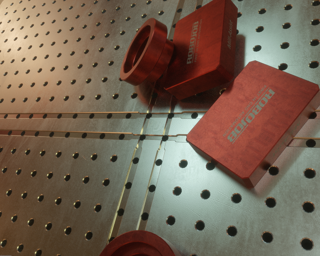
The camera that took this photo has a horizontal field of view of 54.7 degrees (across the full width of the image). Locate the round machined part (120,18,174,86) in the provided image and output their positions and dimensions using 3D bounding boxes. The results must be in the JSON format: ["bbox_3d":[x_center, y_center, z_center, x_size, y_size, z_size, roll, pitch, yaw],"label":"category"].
[{"bbox_3d":[-0.016,-0.105,0.450,0.098,0.042,0.098,-45,32,39],"label":"round machined part"}]

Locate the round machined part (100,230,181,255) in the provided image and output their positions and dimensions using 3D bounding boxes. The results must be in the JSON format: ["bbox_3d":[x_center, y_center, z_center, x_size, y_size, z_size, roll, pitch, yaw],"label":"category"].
[{"bbox_3d":[-0.018,0.157,0.309,0.098,0.042,0.098,-13,56,20],"label":"round machined part"}]

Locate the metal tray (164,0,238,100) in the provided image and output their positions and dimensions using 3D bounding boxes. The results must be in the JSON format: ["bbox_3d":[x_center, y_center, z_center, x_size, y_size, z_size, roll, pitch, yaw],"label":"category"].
[{"bbox_3d":[0.057,-0.110,0.422,0.090,0.030,0.130,-17,52,41],"label":"metal tray"}]

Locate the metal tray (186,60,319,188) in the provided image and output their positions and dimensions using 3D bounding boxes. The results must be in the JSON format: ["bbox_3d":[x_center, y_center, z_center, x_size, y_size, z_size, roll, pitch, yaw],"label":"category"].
[{"bbox_3d":[0.105,-0.009,0.355,0.130,0.030,0.090,-49,52,-7],"label":"metal tray"}]
